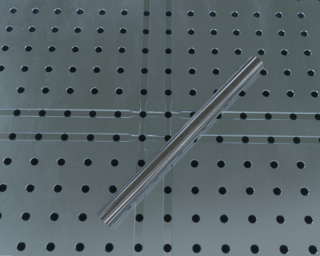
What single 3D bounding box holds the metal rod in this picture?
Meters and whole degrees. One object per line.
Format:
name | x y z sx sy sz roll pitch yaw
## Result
metal rod | 0.036 0.009 0.409 0.025 0.025 0.301 42 75 13
